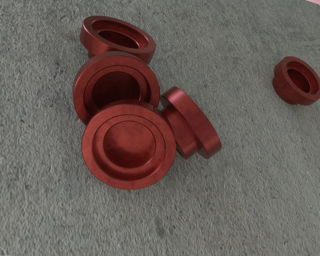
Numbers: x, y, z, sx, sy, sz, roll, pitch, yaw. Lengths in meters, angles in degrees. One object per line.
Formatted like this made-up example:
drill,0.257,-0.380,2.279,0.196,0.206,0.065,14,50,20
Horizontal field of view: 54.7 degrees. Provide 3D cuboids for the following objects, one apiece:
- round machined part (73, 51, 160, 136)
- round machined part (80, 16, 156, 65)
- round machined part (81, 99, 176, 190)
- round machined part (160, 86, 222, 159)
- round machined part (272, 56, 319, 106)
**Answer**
round machined part,-0.053,-0.043,0.367,0.099,0.097,0.042,10,23,-23
round machined part,-0.058,-0.107,0.414,0.099,0.042,0.098,17,35,-12
round machined part,-0.033,0.015,0.342,0.098,0.097,0.042,28,16,-11
round machined part,0.028,0.000,0.383,0.042,0.098,0.098,-37,81,-5
round machined part,0.251,-0.083,0.578,0.099,0.042,0.098,14,56,-21
